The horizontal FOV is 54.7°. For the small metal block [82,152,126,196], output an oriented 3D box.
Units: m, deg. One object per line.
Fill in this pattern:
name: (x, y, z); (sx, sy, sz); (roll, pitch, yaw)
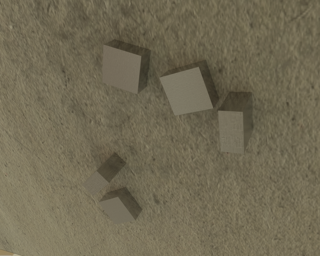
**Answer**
small metal block: (-0.086, 0.071, 0.478); (0.025, 0.050, 0.050); (45, 129, -4)

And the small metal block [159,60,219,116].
small metal block: (0.035, -0.046, 0.359); (0.050, 0.025, 0.050); (-10, 114, 32)

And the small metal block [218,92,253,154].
small metal block: (0.085, -0.007, 0.341); (0.025, 0.050, 0.050); (5, 121, 25)

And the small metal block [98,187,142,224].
small metal block: (-0.067, 0.132, 0.521); (0.050, 0.025, 0.050); (-23, 106, 36)

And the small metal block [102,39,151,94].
small metal block: (-0.042, -0.076, 0.381); (0.050, 0.025, 0.050); (20, 126, 15)
